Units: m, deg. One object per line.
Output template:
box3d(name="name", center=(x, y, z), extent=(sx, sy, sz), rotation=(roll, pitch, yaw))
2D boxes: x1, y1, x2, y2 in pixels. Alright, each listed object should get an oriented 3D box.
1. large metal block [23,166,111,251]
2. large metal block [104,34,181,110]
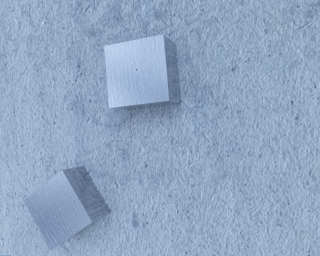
box3d(name="large metal block", center=(-0.132, 0.112, 0.442), extent=(0.080, 0.050, 0.080), rotation=(-37, 78, 16))
box3d(name="large metal block", center=(-0.022, -0.068, 0.403), extent=(0.080, 0.050, 0.080), rotation=(-5, 88, 20))
